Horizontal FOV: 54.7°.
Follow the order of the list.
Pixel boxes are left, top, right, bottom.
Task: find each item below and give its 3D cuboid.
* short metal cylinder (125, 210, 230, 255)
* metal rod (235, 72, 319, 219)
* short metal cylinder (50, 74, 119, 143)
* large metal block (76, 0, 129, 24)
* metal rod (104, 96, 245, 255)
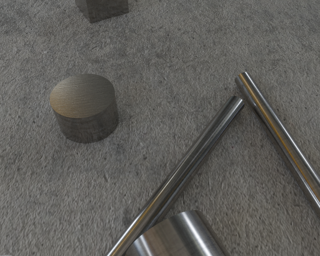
[{"bbox_3d":[0.017,0.117,0.269,0.081,0.080,0.050,-22,54,-18],"label":"short metal cylinder"},{"bbox_3d":[0.162,0.037,0.373,0.025,0.025,0.300,-11,51,-9],"label":"metal rod"},{"bbox_3d":[-0.097,-0.026,0.408,0.081,0.050,0.080,0,50,0],"label":"short metal cylinder"},{"bbox_3d":[-0.116,-0.254,0.600,0.081,0.050,0.080,-24,54,-19],"label":"large metal block"},{"bbox_3d":[0.020,0.060,0.352,0.025,0.025,0.301,28,55,21],"label":"metal rod"}]
